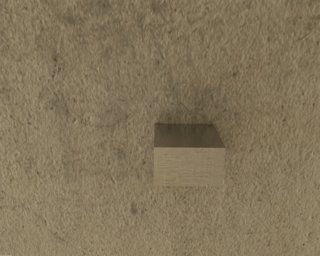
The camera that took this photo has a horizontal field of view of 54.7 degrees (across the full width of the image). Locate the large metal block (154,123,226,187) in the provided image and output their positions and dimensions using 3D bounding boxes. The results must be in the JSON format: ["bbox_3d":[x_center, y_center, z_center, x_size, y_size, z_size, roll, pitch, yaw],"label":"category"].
[{"bbox_3d":[0.033,0.031,0.393,0.081,0.080,0.050,1,110,-1],"label":"large metal block"}]
